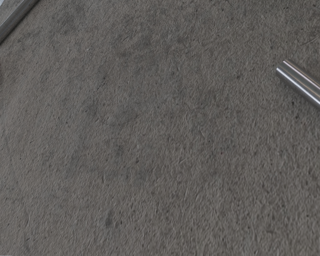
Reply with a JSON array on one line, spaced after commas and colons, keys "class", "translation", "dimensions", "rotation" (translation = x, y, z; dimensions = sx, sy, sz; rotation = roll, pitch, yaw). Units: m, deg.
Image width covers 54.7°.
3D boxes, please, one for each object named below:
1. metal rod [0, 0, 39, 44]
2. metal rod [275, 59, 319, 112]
[{"class": "metal rod", "translation": [-0.317, -0.316, 0.764], "dimensions": [0.025, 0.025, 0.300], "rotation": [26, 76, 37]}, {"class": "metal rod", "translation": [0.212, 0.026, 0.276], "dimensions": [0.025, 0.025, 0.300], "rotation": [-36, 51, 4]}]
